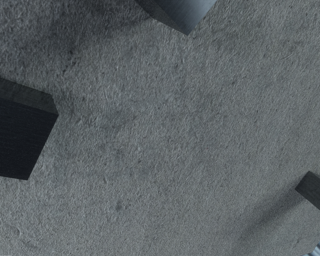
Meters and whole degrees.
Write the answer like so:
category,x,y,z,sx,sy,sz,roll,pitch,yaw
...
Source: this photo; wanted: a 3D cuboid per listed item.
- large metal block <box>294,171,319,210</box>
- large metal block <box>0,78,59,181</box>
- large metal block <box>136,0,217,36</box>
category,x,y,z,sx,sy,sz,roll,pitch,yaw
large metal block,0.346,0.140,0.647,0.080,0.080,0.050,21,107,-36
large metal block,-0.158,-0.002,0.303,0.080,0.050,0.080,19,108,-36
large metal block,-0.002,-0.139,0.284,0.080,0.080,0.050,34,99,-39
